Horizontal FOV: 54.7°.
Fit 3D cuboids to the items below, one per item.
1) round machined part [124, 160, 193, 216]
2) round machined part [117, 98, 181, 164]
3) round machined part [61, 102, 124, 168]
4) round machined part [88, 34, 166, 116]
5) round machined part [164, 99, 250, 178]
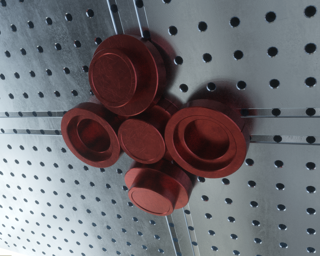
[{"bbox_3d":[-0.006,0.089,0.442,0.098,0.042,0.097,15,139,14],"label":"round machined part"},{"bbox_3d":[-0.016,0.009,0.411,0.098,0.042,0.097,13,124,20],"label":"round machined part"},{"bbox_3d":[-0.090,0.006,0.449,0.098,0.042,0.097,13,124,20],"label":"round machined part"},{"bbox_3d":[-0.046,-0.062,0.370,0.098,0.042,0.097,8,108,27],"label":"round machined part"},{"bbox_3d":[0.059,0.009,0.374,0.098,0.042,0.097,13,124,20],"label":"round machined part"}]
